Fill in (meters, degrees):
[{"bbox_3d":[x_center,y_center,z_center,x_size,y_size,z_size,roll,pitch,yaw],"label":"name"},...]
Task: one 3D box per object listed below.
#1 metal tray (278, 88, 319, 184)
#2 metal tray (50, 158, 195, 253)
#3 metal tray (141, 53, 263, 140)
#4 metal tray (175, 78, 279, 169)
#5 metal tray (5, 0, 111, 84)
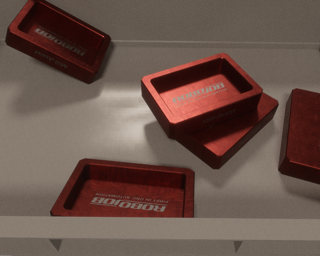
[{"bbox_3d":[0.207,0.010,0.396,0.090,0.030,0.130,15,51,12],"label":"metal tray"},{"bbox_3d":[-0.031,0.075,0.319,0.131,0.030,0.090,5,30,4],"label":"metal tray"},{"bbox_3d":[0.052,-0.046,0.401,0.131,0.030,0.090,-20,53,-17],"label":"metal tray"},{"bbox_3d":[0.084,-0.015,0.416,0.131,0.030,0.090,-37,59,-27],"label":"metal tray"},{"bbox_3d":[-0.148,-0.133,0.469,0.131,0.030,0.090,25,51,-19],"label":"metal tray"}]
